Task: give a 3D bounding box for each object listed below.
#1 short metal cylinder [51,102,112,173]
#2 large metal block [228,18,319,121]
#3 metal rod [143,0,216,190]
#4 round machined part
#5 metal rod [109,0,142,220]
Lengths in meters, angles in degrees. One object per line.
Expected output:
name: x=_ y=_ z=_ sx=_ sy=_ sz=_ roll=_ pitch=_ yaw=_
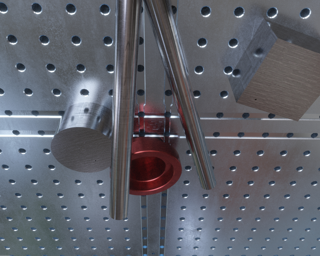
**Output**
short metal cylinder: x=-0.095 y=0.013 z=0.405 sx=0.081 sy=0.050 sz=0.079 roll=0 pitch=130 yaw=0
large metal block: x=0.135 y=-0.062 z=0.344 sx=0.081 sy=0.050 sz=0.079 roll=15 pitch=128 yaw=-13
metal rod: x=0.035 y=-0.022 z=0.393 sx=0.025 sy=0.025 sz=0.299 roll=-13 pitch=129 yaw=10
round machined part: x=-0.021 y=0.050 z=0.437 sx=0.099 sy=0.042 sz=0.097 roll=-5 pitch=134 yaw=-5
metal rod: x=-0.041 y=-0.018 z=0.350 sx=0.025 sy=0.025 sz=0.298 roll=4 pitch=116 yaw=-4
